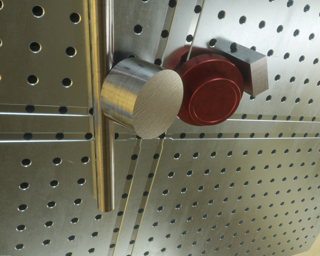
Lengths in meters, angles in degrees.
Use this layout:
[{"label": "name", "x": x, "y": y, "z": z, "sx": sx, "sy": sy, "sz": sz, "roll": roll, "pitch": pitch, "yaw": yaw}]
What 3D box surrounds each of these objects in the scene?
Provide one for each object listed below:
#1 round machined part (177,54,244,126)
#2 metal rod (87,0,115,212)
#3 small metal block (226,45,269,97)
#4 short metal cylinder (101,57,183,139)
[{"label": "round machined part", "x": 0.063, "y": -0.042, "z": 0.399, "sx": 0.099, "sy": 0.042, "sz": 0.097, "roll": -8, "pitch": 126, "yaw": -11}, {"label": "metal rod", "x": -0.066, "y": -0.018, "z": 0.364, "sx": 0.025, "sy": 0.025, "sz": 0.298, "roll": -10, "pitch": 123, "yaw": -23}, {"label": "small metal block", "x": 0.117, "y": -0.077, "z": 0.414, "sx": 0.025, "sy": 0.050, "sz": 0.050, "roll": -29, "pitch": 129, "yaw": -11}, {"label": "short metal cylinder", "x": -0.019, "y": -0.034, "z": 0.348, "sx": 0.081, "sy": 0.050, "sz": 0.079, "roll": -32, "pitch": 135, "yaw": -37}]
